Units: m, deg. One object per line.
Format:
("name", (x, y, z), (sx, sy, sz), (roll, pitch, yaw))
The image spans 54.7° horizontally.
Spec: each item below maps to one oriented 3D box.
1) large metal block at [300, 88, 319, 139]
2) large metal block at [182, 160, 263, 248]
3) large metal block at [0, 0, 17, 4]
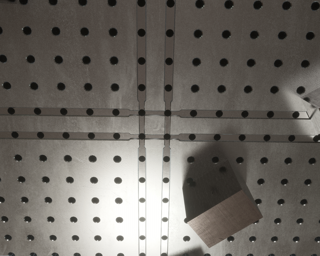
("large metal block", (0.244, -0.020, 0.396), (0.080, 0.050, 0.080), (-30, 108, 10))
("large metal block", (0.081, 0.100, 0.422), (0.080, 0.080, 0.050), (-35, 107, 11))
("large metal block", (-0.202, -0.184, 0.329), (0.081, 0.050, 0.079), (12, 110, -5))
